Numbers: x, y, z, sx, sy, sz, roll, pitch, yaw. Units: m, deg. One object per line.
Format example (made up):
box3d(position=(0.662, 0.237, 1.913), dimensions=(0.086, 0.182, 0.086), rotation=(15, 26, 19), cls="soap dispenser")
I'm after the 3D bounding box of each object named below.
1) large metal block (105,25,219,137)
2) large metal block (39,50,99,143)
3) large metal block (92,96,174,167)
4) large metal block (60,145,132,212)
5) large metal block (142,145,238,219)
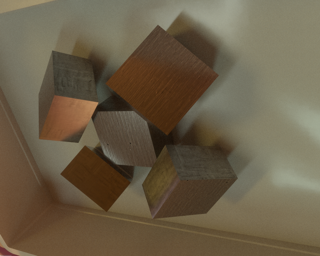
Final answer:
box3d(position=(0.002, -0.047, 0.334), dimensions=(0.080, 0.050, 0.080), rotation=(40, 86, 1), cls="large metal block")
box3d(position=(-0.122, -0.039, 0.401), dimensions=(0.050, 0.080, 0.080), rotation=(8, 136, -30), cls="large metal block")
box3d(position=(-0.035, 0.003, 0.409), dimensions=(0.080, 0.050, 0.080), rotation=(1, 119, 28), cls="large metal block")
box3d(position=(-0.088, 0.072, 0.455), dimensions=(0.080, 0.050, 0.080), rotation=(39, 173, 1), cls="large metal block")
box3d(position=(0.034, 0.067, 0.386), dimensions=(0.081, 0.050, 0.079), rotation=(3, 134, -28), cls="large metal block")
